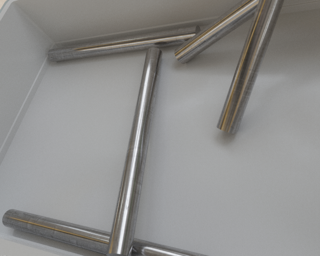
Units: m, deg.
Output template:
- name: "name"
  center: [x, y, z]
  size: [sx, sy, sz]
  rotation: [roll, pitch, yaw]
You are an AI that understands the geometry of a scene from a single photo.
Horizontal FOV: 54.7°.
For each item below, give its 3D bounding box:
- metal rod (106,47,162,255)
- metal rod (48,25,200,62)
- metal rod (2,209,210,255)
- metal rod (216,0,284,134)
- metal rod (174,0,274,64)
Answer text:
- name: "metal rod"
  center: [-0.025, 0.007, 0.397]
  size: [0.025, 0.025, 0.300]
  rotation: [-9, 52, 23]
- name: "metal rod"
  center: [-0.075, -0.140, 0.531]
  size: [0.300, 0.025, 0.025]
  rotation: [0, 62, 28]
- name: "metal rod"
  center: [-0.080, 0.132, 0.366]
  size: [0.300, 0.025, 0.025]
  rotation: [2, 63, 29]
- name: "metal rod"
  center: [0.120, -0.137, 0.332]
  size: [0.025, 0.025, 0.298]
  rotation: [27, 107, 37]
- name: "metal rod"
  center: [0.130, -0.159, 0.359]
  size: [0.299, 0.025, 0.025]
  rotation: [-28, 48, 41]
